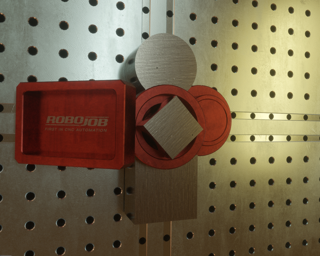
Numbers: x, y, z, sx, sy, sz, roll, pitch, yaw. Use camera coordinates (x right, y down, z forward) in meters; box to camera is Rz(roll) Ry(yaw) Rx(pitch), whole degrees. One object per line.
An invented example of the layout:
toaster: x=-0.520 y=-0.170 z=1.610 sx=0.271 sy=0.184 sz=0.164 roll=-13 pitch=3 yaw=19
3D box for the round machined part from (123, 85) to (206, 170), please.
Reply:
round machined part: x=0.002 y=-0.001 z=0.373 sx=0.099 sy=0.042 sz=0.097 roll=0 pitch=90 yaw=-20

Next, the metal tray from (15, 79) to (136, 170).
metal tray: x=-0.093 y=-0.005 z=0.337 sx=0.130 sy=0.030 sz=0.089 roll=1 pitch=90 yaw=17

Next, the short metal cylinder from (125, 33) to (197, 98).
short metal cylinder: x=0.000 y=-0.075 z=0.399 sx=0.081 sy=0.050 sz=0.080 roll=0 pitch=90 yaw=-20

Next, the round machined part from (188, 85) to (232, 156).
round machined part: x=0.056 y=-0.010 z=0.423 sx=0.099 sy=0.042 sz=0.097 roll=0 pitch=90 yaw=-20

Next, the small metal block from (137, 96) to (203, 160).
small metal block: x=0.012 y=-0.001 z=0.351 sx=0.050 sy=0.025 sz=0.050 roll=-43 pitch=104 yaw=-15

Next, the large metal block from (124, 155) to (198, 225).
large metal block: x=0.000 y=0.073 z=0.396 sx=0.081 sy=0.050 sz=0.080 roll=1 pitch=90 yaw=-20
